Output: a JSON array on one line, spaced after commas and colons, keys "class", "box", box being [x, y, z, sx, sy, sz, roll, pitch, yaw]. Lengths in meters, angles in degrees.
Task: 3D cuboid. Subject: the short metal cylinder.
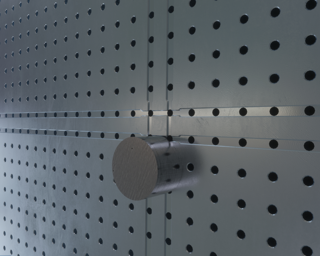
[{"class": "short metal cylinder", "box": [-0.017, 0.051, 0.408, 0.080, 0.050, 0.080, 0, 90, 40]}]
